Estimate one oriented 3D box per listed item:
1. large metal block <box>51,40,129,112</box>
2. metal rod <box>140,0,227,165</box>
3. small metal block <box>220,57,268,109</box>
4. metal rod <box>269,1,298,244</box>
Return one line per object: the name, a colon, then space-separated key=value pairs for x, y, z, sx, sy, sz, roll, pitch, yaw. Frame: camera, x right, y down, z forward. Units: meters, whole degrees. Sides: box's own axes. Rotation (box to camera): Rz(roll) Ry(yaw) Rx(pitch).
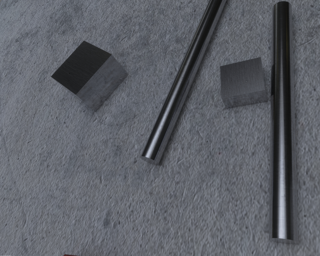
large metal block: x=-0.113 y=-0.084 z=0.496 sx=0.080 sy=0.050 sz=0.080 roll=33 pitch=80 yaw=38
metal rod: x=0.043 y=-0.089 z=0.434 sx=0.025 sy=0.025 sz=0.300 roll=10 pitch=67 yaw=32
small metal block: x=0.103 y=-0.055 z=0.383 sx=0.050 sy=0.025 sz=0.050 roll=-9 pitch=58 yaw=22
metal rod: x=0.138 y=-0.029 z=0.348 sx=0.025 sy=0.025 sz=0.299 roll=-3 pitch=60 yaw=26
